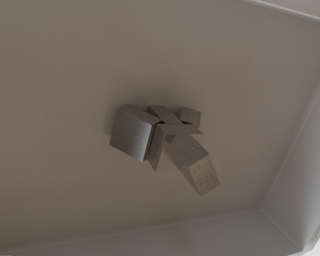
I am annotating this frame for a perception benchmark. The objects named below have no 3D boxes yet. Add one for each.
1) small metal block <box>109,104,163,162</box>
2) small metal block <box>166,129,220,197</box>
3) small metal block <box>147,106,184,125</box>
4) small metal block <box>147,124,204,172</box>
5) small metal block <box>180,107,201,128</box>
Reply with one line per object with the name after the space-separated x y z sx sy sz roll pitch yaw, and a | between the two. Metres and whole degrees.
-0.030 0.006 0.374 0.025 0.050 0.050 -27 138 -56 | small metal block
0.036 0.037 0.335 0.025 0.050 0.050 -31 128 -8 | small metal block
0.001 0.005 0.393 0.025 0.050 0.050 1 118 -29 | small metal block
0.018 0.023 0.364 0.050 0.025 0.050 1 118 -29 | small metal block
0.034 0.006 0.410 0.025 0.050 0.050 16 115 2 | small metal block
